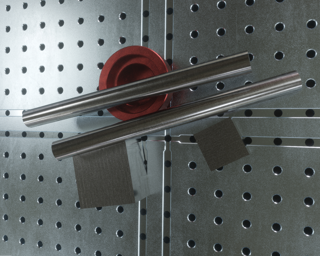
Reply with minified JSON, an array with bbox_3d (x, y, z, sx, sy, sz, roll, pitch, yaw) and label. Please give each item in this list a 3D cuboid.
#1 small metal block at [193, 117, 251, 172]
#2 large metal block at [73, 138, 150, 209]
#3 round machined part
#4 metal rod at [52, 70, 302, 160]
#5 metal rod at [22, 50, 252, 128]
[{"bbox_3d":[0.077,0.020,0.385,0.050,0.025,0.050,-28,81,17],"label":"small metal block"},{"bbox_3d":[-0.066,0.061,0.421,0.080,0.050,0.080,-11,87,19],"label":"large metal block"},{"bbox_3d":[-0.028,-0.056,0.412,0.098,0.042,0.097,0,90,19],"label":"round machined part"},{"bbox_3d":[0.015,-0.013,0.373,0.301,0.025,0.025,-16,85,6],"label":"metal rod"},{"bbox_3d":[-0.043,-0.042,0.381,0.301,0.025,0.025,-12,86,19],"label":"metal rod"}]
